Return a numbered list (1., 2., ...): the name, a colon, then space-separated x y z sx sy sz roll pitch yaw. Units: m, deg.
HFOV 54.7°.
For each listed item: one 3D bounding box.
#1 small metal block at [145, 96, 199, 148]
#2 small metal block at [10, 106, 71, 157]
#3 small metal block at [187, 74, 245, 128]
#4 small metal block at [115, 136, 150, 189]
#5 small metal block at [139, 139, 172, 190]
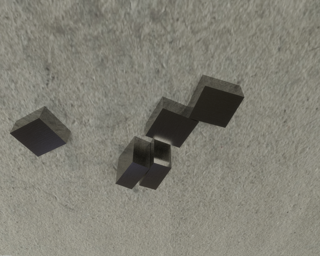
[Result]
1. small metal block: 0.015 -0.007 0.402 0.050 0.025 0.050 20 127 -17
2. small metal block: -0.157 0.005 0.410 0.050 0.025 0.050 -24 127 18
3. small metal block: 0.067 -0.032 0.381 0.050 0.025 0.050 14 129 -13
4. small metal block: -0.037 0.048 0.431 0.025 0.050 0.050 25 126 -20
5. small metal block: -0.007 0.049 0.433 0.025 0.050 0.050 19 127 -16
